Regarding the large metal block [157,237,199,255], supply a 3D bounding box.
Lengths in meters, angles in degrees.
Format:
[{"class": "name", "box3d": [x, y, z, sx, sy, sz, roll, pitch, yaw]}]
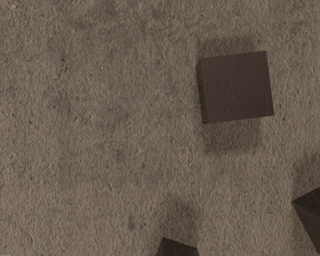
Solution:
[{"class": "large metal block", "box3d": [0.014, 0.194, 0.383, 0.050, 0.080, 0.080, 19, 90, 0]}]

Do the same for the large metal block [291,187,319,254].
[{"class": "large metal block", "box3d": [0.221, 0.125, 0.386, 0.050, 0.080, 0.080, -27, 90, 0]}]

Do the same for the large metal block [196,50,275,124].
[{"class": "large metal block", "box3d": [0.093, -0.050, 0.399, 0.081, 0.050, 0.079, -7, 90, -1]}]
